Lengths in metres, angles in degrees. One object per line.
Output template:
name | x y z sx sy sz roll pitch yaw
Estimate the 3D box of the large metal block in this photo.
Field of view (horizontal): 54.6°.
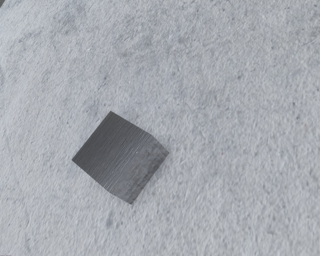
large metal block | -0.050 0.036 0.393 0.080 0.050 0.080 29 78 37
